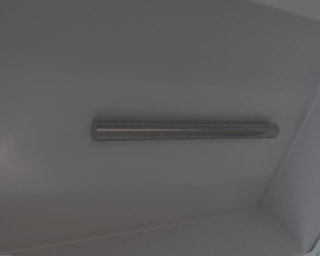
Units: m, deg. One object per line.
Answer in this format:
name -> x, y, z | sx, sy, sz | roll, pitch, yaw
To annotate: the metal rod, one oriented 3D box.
metal rod -> 0.055, 0.004, 0.440 | 0.302, 0.025, 0.025 | 0, 118, -29
